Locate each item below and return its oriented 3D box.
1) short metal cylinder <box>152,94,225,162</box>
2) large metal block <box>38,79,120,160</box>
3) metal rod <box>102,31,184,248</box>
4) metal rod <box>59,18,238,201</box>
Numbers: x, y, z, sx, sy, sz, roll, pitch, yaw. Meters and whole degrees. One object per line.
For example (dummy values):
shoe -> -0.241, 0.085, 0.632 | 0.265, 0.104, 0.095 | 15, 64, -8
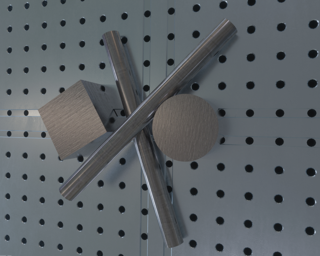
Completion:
short metal cylinder -> 0.037, 0.000, 0.386 | 0.080, 0.050, 0.079 | 0, 90, 20
large metal block -> -0.111, -0.010, 0.438 | 0.080, 0.050, 0.080 | -31, 80, 17
metal rod -> -0.025, 0.010, 0.421 | 0.025, 0.025, 0.299 | -19, 84, 19
metal rod -> -0.018, -0.020, 0.395 | 0.300, 0.025, 0.025 | -46, 76, 5
